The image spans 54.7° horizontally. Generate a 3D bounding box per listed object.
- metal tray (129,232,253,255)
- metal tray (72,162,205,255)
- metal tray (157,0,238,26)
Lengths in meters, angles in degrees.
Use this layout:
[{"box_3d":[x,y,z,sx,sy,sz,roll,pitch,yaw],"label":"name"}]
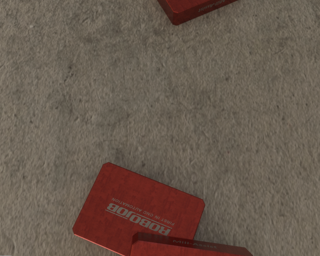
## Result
[{"box_3d":[0.029,0.166,0.324,0.131,0.030,0.089,10,87,-4],"label":"metal tray"},{"box_3d":[-0.023,0.106,0.367,0.131,0.030,0.090,21,71,7],"label":"metal tray"},{"box_3d":[0.060,-0.226,0.489,0.131,0.030,0.090,-25,72,-10],"label":"metal tray"}]
